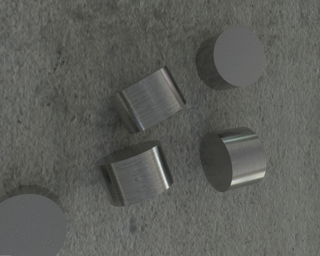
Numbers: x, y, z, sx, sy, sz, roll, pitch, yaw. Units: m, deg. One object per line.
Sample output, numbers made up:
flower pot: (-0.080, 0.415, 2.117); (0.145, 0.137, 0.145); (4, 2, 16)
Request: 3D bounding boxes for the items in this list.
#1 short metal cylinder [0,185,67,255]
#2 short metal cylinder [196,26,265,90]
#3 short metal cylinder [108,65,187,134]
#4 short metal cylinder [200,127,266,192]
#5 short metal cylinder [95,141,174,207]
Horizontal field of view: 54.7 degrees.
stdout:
short metal cylinder: (-0.147, 0.107, 0.342); (0.081, 0.050, 0.079); (0, 90, -21)
short metal cylinder: (0.098, -0.095, 0.433); (0.081, 0.050, 0.079); (0, 90, -21)
short metal cylinder: (-0.015, -0.034, 0.375); (0.080, 0.080, 0.050); (-33, 101, -17)
short metal cylinder: (0.096, 0.041, 0.417); (0.050, 0.080, 0.079); (-10, 94, -20)
short metal cylinder: (-0.030, 0.052, 0.370); (0.081, 0.080, 0.050); (-21, 98, -19)
